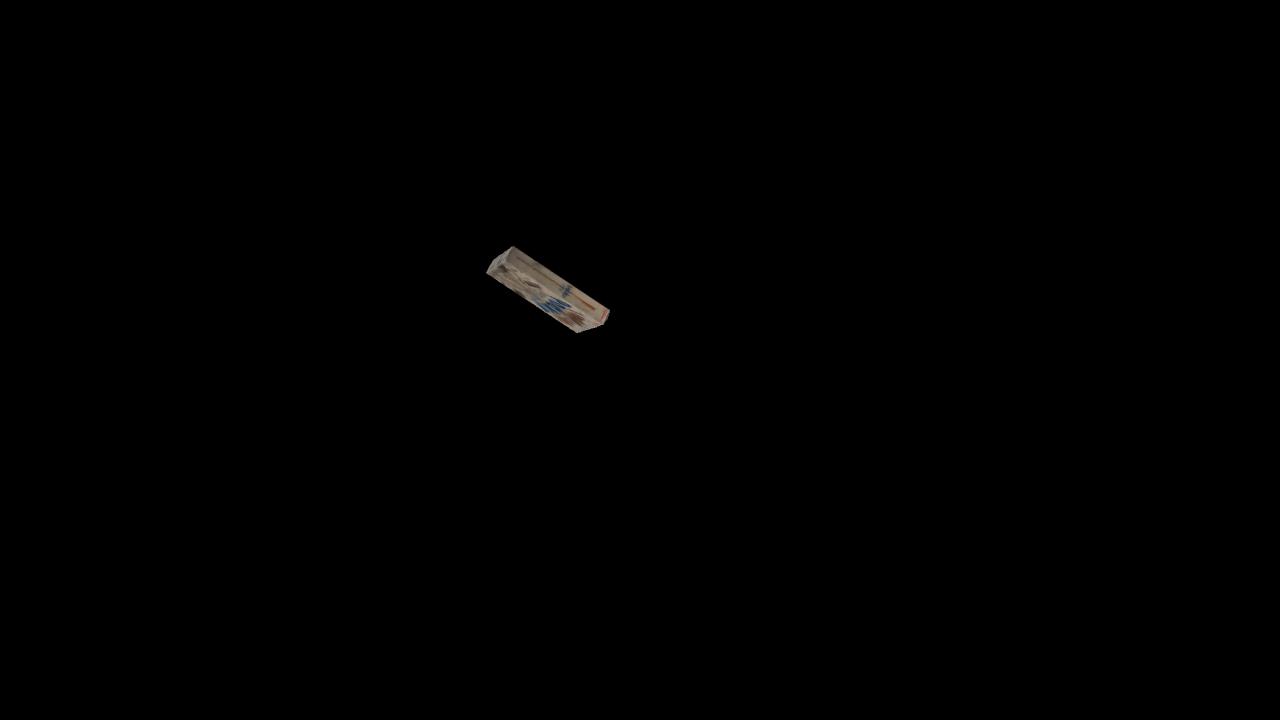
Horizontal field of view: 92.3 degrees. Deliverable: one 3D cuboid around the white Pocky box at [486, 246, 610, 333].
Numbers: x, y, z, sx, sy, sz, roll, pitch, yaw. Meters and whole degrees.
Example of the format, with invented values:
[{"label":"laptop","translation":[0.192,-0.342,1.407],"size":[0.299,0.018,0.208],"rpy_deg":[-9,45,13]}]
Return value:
[{"label":"white Pocky box","translation":[-0.122,-0.090,0.816],"size":[0.154,0.028,0.084],"rpy_deg":[33,-21,-24]}]
